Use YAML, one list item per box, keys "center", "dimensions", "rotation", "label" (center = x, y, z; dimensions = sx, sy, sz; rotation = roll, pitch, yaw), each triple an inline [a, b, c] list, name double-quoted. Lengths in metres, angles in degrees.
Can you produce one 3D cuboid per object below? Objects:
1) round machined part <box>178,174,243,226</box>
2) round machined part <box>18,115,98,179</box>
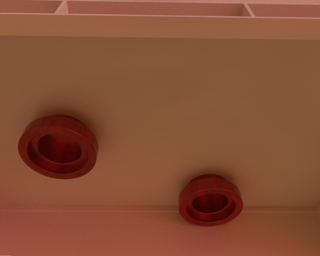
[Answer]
- center: [0.078, 0.111, 0.493]
  dimensions: [0.099, 0.042, 0.097]
  rotation: [0, 130, 0]
  label: "round machined part"
- center: [-0.132, 0.021, 0.414]
  dimensions: [0.099, 0.042, 0.097]
  rotation: [0, 130, 0]
  label: "round machined part"
